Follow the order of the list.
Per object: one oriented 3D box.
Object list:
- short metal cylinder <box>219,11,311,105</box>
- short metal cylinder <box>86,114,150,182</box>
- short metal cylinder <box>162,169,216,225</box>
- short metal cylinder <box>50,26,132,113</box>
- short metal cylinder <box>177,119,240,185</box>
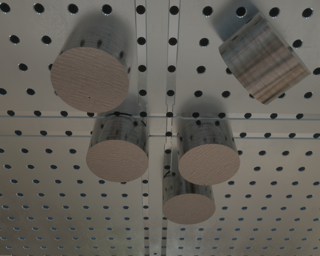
[{"bbox_3d":[0.106,-0.070,0.316,0.080,0.080,0.050,35,122,-26],"label":"short metal cylinder"},{"bbox_3d":[-0.055,0.028,0.419,0.081,0.050,0.079,0,130,0],"label":"short metal cylinder"},{"bbox_3d":[0.044,0.108,0.487,0.081,0.050,0.079,0,130,0],"label":"short metal cylinder"},{"bbox_3d":[-0.072,-0.063,0.341,0.081,0.050,0.079,0,130,0],"label":"short metal cylinder"},{"bbox_3d":[0.064,0.034,0.424,0.081,0.050,0.079,0,130,0],"label":"short metal cylinder"}]
